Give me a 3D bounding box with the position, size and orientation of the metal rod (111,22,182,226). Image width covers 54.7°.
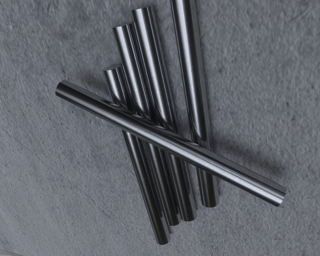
[{"bbox_3d":[-0.011,0.013,0.418,0.025,0.025,0.298,0,119,28],"label":"metal rod"}]

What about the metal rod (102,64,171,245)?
[{"bbox_3d":[-0.027,0.055,0.453,0.025,0.025,0.298,0,119,28],"label":"metal rod"}]

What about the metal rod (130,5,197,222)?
[{"bbox_3d":[0.012,0.000,0.399,0.025,0.025,0.298,1,119,27],"label":"metal rod"}]

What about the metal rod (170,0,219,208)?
[{"bbox_3d":[0.043,-0.028,0.365,0.025,0.025,0.298,3,120,26],"label":"metal rod"}]

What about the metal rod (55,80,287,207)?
[{"bbox_3d":[0.004,0.013,0.377,0.301,0.025,0.025,26,127,11],"label":"metal rod"}]
